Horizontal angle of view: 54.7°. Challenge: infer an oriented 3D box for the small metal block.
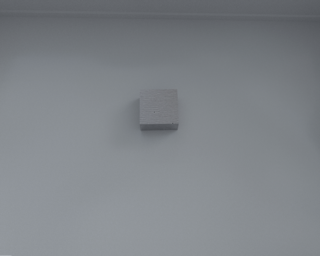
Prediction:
[{"bbox_3d":[-0.002,-0.024,0.419,0.050,0.025,0.050,-1,70,-1],"label":"small metal block"}]
